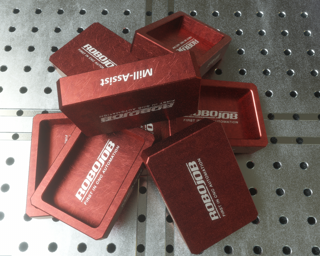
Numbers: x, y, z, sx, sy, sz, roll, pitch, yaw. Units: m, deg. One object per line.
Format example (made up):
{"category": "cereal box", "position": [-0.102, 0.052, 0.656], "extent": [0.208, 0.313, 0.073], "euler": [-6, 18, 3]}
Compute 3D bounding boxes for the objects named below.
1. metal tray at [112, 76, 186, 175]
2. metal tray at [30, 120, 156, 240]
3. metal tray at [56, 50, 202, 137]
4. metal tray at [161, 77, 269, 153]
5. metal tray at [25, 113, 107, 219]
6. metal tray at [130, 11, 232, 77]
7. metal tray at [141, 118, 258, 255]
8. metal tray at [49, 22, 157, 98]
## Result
{"category": "metal tray", "position": [-0.018, -0.005, 0.411], "extent": [0.091, 0.030, 0.130], "euler": [-4, 68, -3]}
{"category": "metal tray", "position": [-0.072, 0.049, 0.358], "extent": [0.090, 0.030, 0.130], "euler": [25, 72, 9]}
{"category": "metal tray", "position": [-0.026, -0.031, 0.320], "extent": [0.131, 0.090, 0.030], "euler": [-13, 71, 0]}
{"category": "metal tray", "position": [0.067, -0.015, 0.396], "extent": [0.131, 0.030, 0.090], "euler": [2, 69, -18]}
{"category": "metal tray", "position": [-0.114, 0.045, 0.393], "extent": [0.091, 0.030, 0.130], "euler": [-4, 69, -2]}
{"category": "metal tray", "position": [0.033, -0.111, 0.414], "extent": [0.090, 0.030, 0.131], "euler": [32, 40, 11]}
{"category": "metal tray", "position": [0.047, 0.065, 0.350], "extent": [0.090, 0.030, 0.130], "euler": [-28, 106, -9]}
{"category": "metal tray", "position": [-0.078, -0.084, 0.421], "extent": [0.090, 0.030, 0.130], "euler": [-43, 60, -14]}
